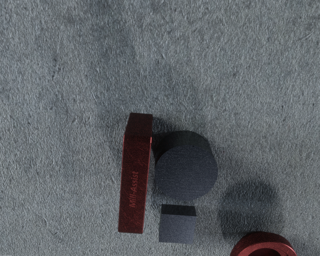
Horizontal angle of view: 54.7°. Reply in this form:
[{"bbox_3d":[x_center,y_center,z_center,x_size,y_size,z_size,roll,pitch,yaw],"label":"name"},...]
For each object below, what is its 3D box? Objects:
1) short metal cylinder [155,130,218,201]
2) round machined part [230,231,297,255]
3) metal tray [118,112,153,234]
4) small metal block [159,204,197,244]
[{"bbox_3d":[0.033,0.049,0.415,0.081,0.050,0.079,0,110,-1],"label":"short metal cylinder"},{"bbox_3d":[0.156,0.200,0.477,0.099,0.042,0.097,0,110,-1],"label":"round machined part"},{"bbox_3d":[-0.030,0.055,0.394,0.030,0.090,0.129,5,110,-2],"label":"metal tray"},{"bbox_3d":[0.025,0.144,0.463,0.050,0.025,0.050,5,110,-2],"label":"small metal block"}]
